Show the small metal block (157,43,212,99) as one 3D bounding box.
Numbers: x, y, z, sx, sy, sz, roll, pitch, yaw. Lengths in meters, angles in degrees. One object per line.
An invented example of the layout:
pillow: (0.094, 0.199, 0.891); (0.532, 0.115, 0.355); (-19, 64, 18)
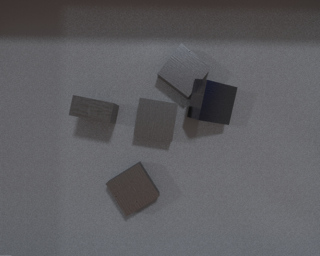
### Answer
small metal block: (0.032, -0.074, 0.411); (0.050, 0.025, 0.050); (38, 90, 0)

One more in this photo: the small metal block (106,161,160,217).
small metal block: (-0.035, 0.080, 0.411); (0.050, 0.025, 0.050); (-32, 90, 0)

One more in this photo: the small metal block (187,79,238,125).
small metal block: (0.067, -0.033, 0.398); (0.050, 0.025, 0.050); (8, 97, -31)

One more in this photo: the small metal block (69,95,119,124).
small metal block: (-0.083, -0.023, 0.398); (0.050, 0.050, 0.025); (11, 90, 0)

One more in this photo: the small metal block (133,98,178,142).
small metal block: (-0.005, -0.011, 0.411); (0.050, 0.025, 0.050); (9, 90, 0)
